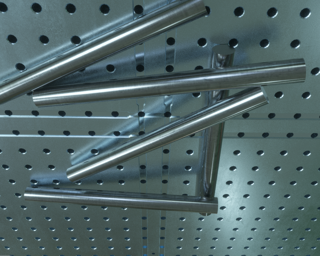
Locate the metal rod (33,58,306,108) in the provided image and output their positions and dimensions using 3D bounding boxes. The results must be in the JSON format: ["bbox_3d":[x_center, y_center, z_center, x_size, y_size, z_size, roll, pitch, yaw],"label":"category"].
[{"bbox_3d":[-0.001,-0.048,0.347,0.301,0.025,0.025,-4,131,12],"label":"metal rod"}]

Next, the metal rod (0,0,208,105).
[{"bbox_3d":[-0.094,-0.076,0.345,0.301,0.025,0.025,-19,128,15],"label":"metal rod"}]

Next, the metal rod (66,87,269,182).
[{"bbox_3d":[-0.009,0.016,0.404,0.300,0.025,0.025,-24,127,26],"label":"metal rod"}]

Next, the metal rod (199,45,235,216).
[{"bbox_3d":[0.074,0.027,0.436,0.025,0.025,0.298,-1,130,1],"label":"metal rod"}]

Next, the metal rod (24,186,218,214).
[{"bbox_3d":[-0.062,0.113,0.489,0.302,0.025,0.025,3,130,4],"label":"metal rod"}]
